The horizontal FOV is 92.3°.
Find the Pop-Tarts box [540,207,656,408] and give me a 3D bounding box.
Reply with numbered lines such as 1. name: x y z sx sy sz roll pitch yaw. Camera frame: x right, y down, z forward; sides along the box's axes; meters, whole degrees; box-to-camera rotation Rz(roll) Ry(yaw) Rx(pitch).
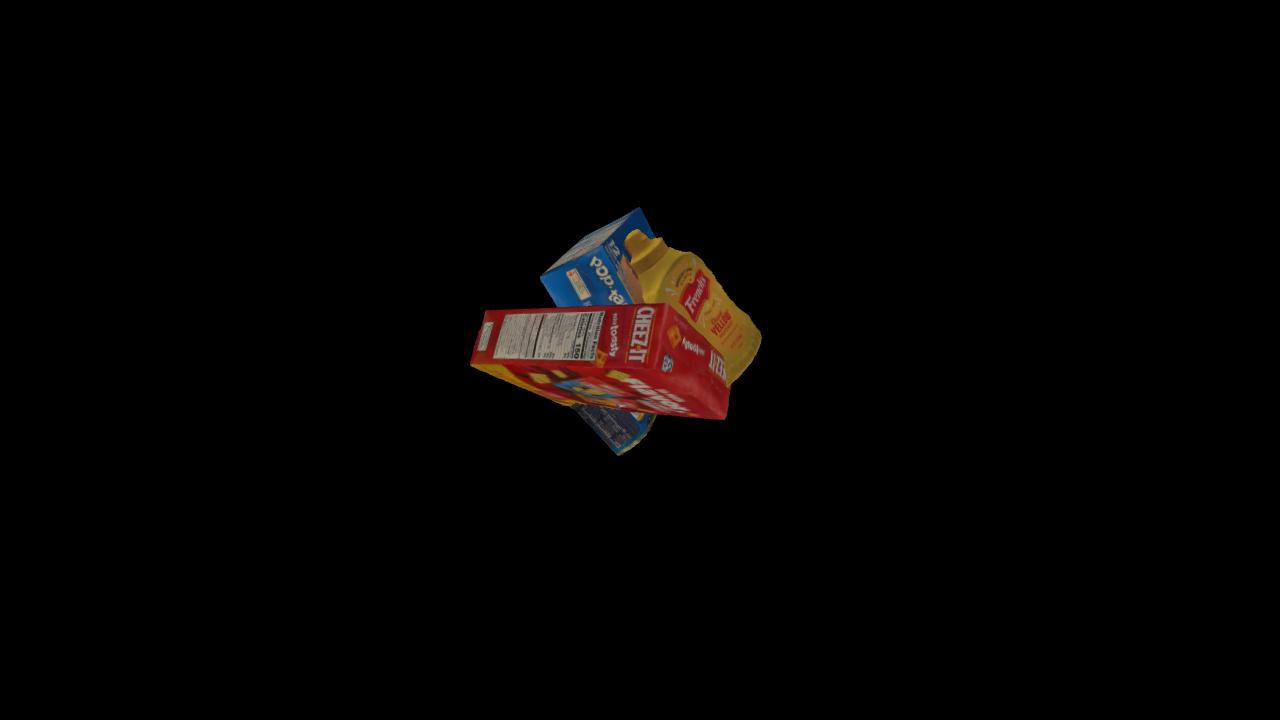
1. Pop-Tarts box: -0.011 -0.060 0.677 0.083 0.167 0.141 -20 20 26

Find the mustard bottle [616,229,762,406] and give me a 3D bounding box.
1. mustard bottle: 0.047 -0.061 0.640 0.092 0.184 0.054 -49 19 -24

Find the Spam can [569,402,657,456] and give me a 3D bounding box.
1. Spam can: -0.027 0.055 0.745 0.058 0.085 0.101 -40 7 23

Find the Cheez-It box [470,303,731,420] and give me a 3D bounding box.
1. Cheez-It box: -0.036 0.004 0.640 0.223 0.071 0.166 2 -18 32
